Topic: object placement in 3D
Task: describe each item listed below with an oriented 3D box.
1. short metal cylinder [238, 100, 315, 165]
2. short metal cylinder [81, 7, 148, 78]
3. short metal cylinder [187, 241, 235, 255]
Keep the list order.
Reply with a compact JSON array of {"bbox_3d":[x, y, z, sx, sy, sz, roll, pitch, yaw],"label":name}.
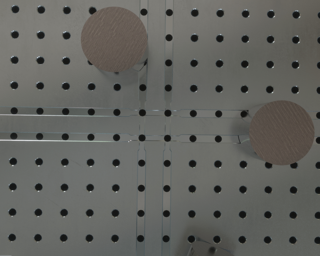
[{"bbox_3d":[0.149,0.006,0.403,0.081,0.050,0.079,0,90,-1],"label":"short metal cylinder"},{"bbox_3d":[-0.056,-0.108,0.400,0.081,0.050,0.079,0,90,-1],"label":"short metal cylinder"},{"bbox_3d":[0.067,0.186,0.387,0.080,0.080,0.050,23,90,-1],"label":"short metal cylinder"}]
